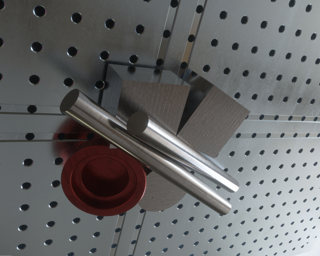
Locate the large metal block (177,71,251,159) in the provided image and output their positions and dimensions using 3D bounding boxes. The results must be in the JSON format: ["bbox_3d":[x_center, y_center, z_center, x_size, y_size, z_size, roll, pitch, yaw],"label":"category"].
[{"bbox_3d":[0.058,-0.016,0.411,0.080,0.050,0.080,27,104,-38],"label":"large metal block"}]

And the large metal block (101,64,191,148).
[{"bbox_3d":[-0.021,-0.024,0.360,0.081,0.050,0.079,1,118,-29],"label":"large metal block"}]

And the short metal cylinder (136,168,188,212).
[{"bbox_3d":[-0.004,0.068,0.429,0.081,0.050,0.079,-14,124,-21],"label":"short metal cylinder"}]

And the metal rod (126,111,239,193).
[{"bbox_3d":[0.052,0.048,0.416,0.025,0.025,0.301,-48,144,5],"label":"metal rod"}]

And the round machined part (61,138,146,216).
[{"bbox_3d":[-0.066,0.056,0.380,0.099,0.042,0.097,-1,113,-3],"label":"round machined part"}]

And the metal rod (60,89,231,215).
[{"bbox_3d":[0.008,0.048,0.374,0.025,0.025,0.301,-47,130,5],"label":"metal rod"}]
